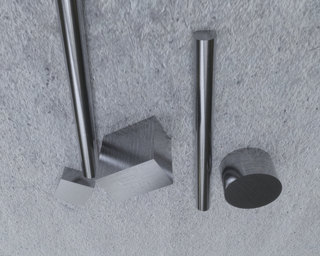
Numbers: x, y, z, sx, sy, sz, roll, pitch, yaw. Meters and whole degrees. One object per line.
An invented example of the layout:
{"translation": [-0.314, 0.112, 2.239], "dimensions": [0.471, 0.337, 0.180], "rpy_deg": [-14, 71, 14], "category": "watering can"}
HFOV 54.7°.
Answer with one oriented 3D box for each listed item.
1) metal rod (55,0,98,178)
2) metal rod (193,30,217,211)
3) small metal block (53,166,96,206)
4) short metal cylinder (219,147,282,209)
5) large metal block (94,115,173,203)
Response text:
{"translation": [-0.094, -0.048, 0.365], "dimensions": [0.025, 0.025, 0.298], "rpy_deg": [2, 130, -2], "category": "metal rod"}
{"translation": [0.060, 0.016, 0.421], "dimensions": [0.025, 0.025, 0.298], "rpy_deg": [-4, 130, 3], "category": "metal rod"}
{"translation": [-0.133, 0.092, 0.484], "dimensions": [0.050, 0.025, 0.050], "rpy_deg": [20, 127, -17], "category": "small metal block"}
{"translation": [0.131, 0.075, 0.457], "dimensions": [0.081, 0.050, 0.079], "rpy_deg": [0, 130, 0], "category": "short metal cylinder"}
{"translation": [-0.031, 0.040, 0.405], "dimensions": [0.080, 0.080, 0.050], "rpy_deg": [-22, 127, 17], "category": "large metal block"}
